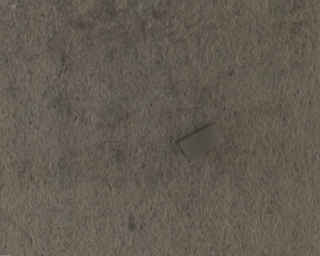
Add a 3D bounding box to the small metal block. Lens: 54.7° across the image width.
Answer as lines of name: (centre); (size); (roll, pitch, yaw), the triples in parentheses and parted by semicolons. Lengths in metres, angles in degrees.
small metal block: (0.051, 0.017, 0.398); (0.050, 0.050, 0.025); (-28, 90, 0)
